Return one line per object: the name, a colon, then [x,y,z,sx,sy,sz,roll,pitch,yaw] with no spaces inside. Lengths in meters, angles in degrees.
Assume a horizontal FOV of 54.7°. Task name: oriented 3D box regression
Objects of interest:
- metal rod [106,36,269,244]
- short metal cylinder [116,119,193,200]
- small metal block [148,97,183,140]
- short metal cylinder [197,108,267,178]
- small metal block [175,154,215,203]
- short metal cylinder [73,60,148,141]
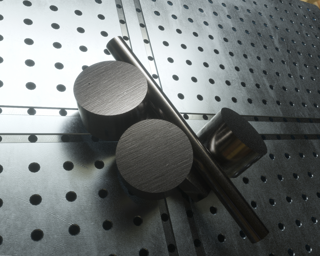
metal rod: [0.027,0.006,0.382,0.025,0.025,0.299,-29,77,-37]
short metal cylinder: [-0.007,0.036,0.344,0.081,0.050,0.080,1,68,-3]
small metal block: [-0.005,-0.011,0.408,0.050,0.025,0.050,40,51,-1]
short metal cylinder: [0.094,0.019,0.410,0.080,0.050,0.080,32,29,-20]
small metal block: [0.045,0.057,0.393,0.050,0.025,0.050,42,51,1]
short metal cylinder: [-0.055,-0.032,0.360,0.081,0.050,0.080,2,56,-2]
